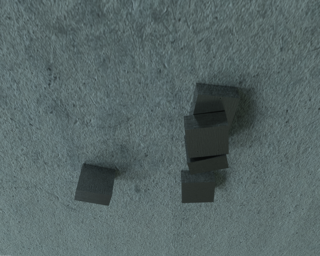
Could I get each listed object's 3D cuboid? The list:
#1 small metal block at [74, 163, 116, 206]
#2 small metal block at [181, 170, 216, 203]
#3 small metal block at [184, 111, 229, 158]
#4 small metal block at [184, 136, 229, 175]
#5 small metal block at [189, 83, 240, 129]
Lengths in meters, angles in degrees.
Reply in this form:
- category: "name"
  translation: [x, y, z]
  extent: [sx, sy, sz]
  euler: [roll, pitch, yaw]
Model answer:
- category: "small metal block"
  translation: [-0.096, 0.084, 0.461]
  extent: [0.050, 0.050, 0.025]
  euler: [13, 129, -11]
- category: "small metal block"
  translation: [0.059, 0.092, 0.486]
  extent: [0.050, 0.025, 0.050]
  euler: [-3, 130, 2]
- category: "small metal block"
  translation: [0.058, 0.009, 0.383]
  extent: [0.050, 0.025, 0.050]
  euler: [-6, 133, 6]
- category: "small metal block"
  translation: [0.062, 0.031, 0.417]
  extent: [0.050, 0.050, 0.025]
  euler: [-12, 132, 9]
- category: "small metal block"
  translation: [0.066, -0.026, 0.386]
  extent: [0.050, 0.025, 0.050]
  euler: [5, 130, -5]
